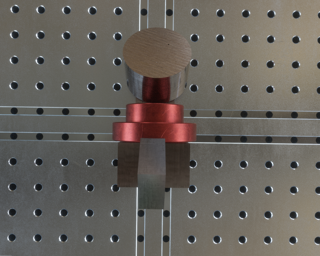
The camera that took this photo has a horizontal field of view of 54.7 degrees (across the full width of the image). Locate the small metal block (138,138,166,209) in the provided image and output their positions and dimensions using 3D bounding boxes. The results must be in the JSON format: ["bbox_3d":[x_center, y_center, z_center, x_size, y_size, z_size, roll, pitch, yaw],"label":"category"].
[{"bbox_3d":[-0.008,0.045,0.310,0.025,0.050,0.050,1,128,-1],"label":"small metal block"}]

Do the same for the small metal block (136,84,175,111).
[{"bbox_3d":[-0.006,-0.031,0.412,0.050,0.025,0.050,1,90,-1],"label":"small metal block"}]

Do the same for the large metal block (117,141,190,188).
[{"bbox_3d":[-0.007,0.041,0.385,0.081,0.080,0.050,1,90,-1],"label":"large metal block"}]

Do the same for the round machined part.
[{"bbox_3d":[-0.006,-0.007,0.366,0.099,0.098,0.042,1,90,-1],"label":"round machined part"}]

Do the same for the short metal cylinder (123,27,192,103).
[{"bbox_3d":[-0.004,-0.077,0.384,0.081,0.050,0.080,1,60,-1],"label":"short metal cylinder"}]
